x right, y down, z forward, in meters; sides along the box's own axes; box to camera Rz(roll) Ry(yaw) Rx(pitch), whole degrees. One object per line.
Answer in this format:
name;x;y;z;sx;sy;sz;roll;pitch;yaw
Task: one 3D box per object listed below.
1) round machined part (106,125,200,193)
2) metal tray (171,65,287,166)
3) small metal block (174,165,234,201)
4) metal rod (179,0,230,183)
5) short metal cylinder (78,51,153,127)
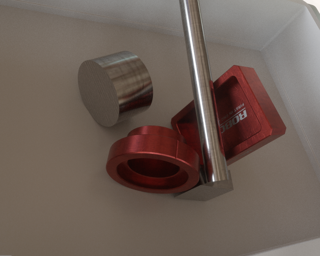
round machined part;-0.006;0.033;0.337;0.099;0.097;0.042;19;54;-17
metal tray;0.075;-0.003;0.381;0.030;0.129;0.090;-2;63;-41
small metal block;0.051;0.067;0.374;0.050;0.050;0.025;14;56;-31
metal rod;0.046;-0.086;0.373;0.025;0.025;0.299;1;74;-28
short metal cylinder;-0.054;-0.047;0.371;0.050;0.080;0.080;-27;77;-37
